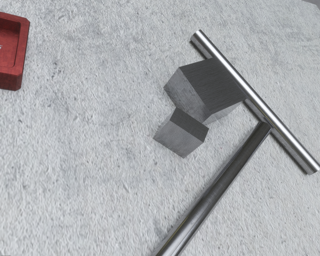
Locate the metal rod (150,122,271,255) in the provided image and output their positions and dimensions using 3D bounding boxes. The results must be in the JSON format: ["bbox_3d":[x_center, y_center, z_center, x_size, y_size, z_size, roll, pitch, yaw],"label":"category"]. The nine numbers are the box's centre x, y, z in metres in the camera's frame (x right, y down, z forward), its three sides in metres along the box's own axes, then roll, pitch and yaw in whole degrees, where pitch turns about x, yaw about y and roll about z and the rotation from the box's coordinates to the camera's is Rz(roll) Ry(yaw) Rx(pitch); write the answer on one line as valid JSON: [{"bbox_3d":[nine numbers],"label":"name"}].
[{"bbox_3d":[0.075,0.076,0.399,0.025,0.025,0.302,47,51,4],"label":"metal rod"}]

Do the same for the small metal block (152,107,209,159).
[{"bbox_3d":[0.026,0.007,0.399,0.050,0.050,0.025,33,51,-7],"label":"small metal block"}]

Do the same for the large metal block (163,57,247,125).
[{"bbox_3d":[0.066,-0.051,0.457,0.081,0.050,0.080,-23,75,-37],"label":"large metal block"}]

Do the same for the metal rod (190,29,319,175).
[{"bbox_3d":[0.156,-0.047,0.518,0.025,0.025,0.300,-33,81,-38],"label":"metal rod"}]

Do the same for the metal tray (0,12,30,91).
[{"bbox_3d":[-0.219,-0.095,0.340,0.131,0.030,0.090,8,58,-25],"label":"metal tray"}]
